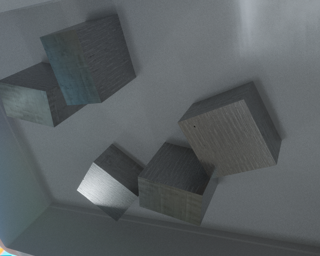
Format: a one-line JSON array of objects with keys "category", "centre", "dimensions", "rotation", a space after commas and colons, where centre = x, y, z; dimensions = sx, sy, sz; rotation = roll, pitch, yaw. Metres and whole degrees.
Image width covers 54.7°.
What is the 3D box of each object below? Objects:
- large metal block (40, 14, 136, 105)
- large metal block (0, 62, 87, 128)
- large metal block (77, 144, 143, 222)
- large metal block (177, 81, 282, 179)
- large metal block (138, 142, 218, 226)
[{"category": "large metal block", "centre": [-0.079, -0.081, 0.363], "dimensions": [0.050, 0.080, 0.080], "rotation": [-1, 118, 28]}, {"category": "large metal block", "centre": [-0.154, -0.049, 0.422], "dimensions": [0.080, 0.080, 0.050], "rotation": [12, 123, 21]}, {"category": "large metal block", "centre": [-0.071, 0.085, 0.481], "dimensions": [0.080, 0.050, 0.080], "rotation": [38, 129, 2]}, {"category": "large metal block", "centre": [0.080, 0.004, 0.352], "dimensions": [0.080, 0.050, 0.080], "rotation": [-20, 108, 35]}, {"category": "large metal block", "centre": [0.027, 0.068, 0.400], "dimensions": [0.080, 0.080, 0.050], "rotation": [13, 124, 21]}]
